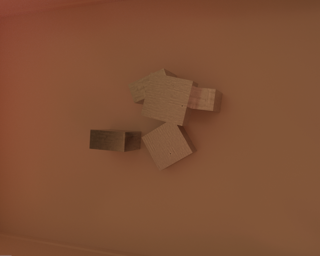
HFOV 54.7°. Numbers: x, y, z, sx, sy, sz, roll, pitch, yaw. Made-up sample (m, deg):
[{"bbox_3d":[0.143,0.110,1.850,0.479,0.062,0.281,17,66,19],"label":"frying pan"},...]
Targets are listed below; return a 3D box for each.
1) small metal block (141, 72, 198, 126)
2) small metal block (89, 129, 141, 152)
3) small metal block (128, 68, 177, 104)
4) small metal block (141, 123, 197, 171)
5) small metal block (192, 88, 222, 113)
[{"bbox_3d":[0.011,-0.032,0.353,0.050,0.025,0.050,15,95,19],"label":"small metal block"},{"bbox_3d":[-0.059,0.016,0.418,0.050,0.050,0.025,4,92,20],"label":"small metal block"},{"bbox_3d":[-0.005,-0.051,0.399,0.050,0.050,0.025,-21,83,19],"label":"small metal block"},{"bbox_3d":[0.012,0.021,0.406,0.050,0.025,0.050,-32,80,17],"label":"small metal block"},{"bbox_3d":[0.046,-0.035,0.381,0.050,0.050,0.025,8,93,20],"label":"small metal block"}]
